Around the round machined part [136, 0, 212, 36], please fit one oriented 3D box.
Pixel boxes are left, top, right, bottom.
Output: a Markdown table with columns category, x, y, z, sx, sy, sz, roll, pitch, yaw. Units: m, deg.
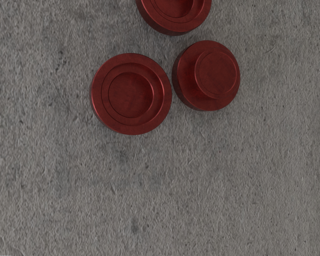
| category | x | y | z | sx | sy | sz | roll | pitch | yaw |
| --- | --- | --- | --- | --- | --- | --- | --- | --- | --- |
| round machined part | 0.014 | -0.169 | 0.405 | 0.099 | 0.042 | 0.097 | 0 | 90 | -20 |

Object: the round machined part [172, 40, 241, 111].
| category | x | y | z | sx | sy | sz | roll | pitch | yaw |
| --- | --- | --- | --- | --- | --- | --- | --- | --- | --- |
| round machined part | 0.070 | -0.072 | 0.425 | 0.099 | 0.042 | 0.097 | 0 | 90 | -20 |

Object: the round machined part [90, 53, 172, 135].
| category | x | y | z | sx | sy | sz | roll | pitch | yaw |
| --- | --- | --- | --- | --- | --- | --- | --- | --- | --- |
| round machined part | -0.038 | -0.040 | 0.386 | 0.099 | 0.042 | 0.097 | 0 | 90 | -20 |
